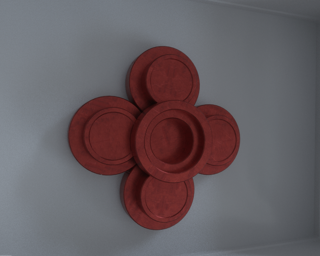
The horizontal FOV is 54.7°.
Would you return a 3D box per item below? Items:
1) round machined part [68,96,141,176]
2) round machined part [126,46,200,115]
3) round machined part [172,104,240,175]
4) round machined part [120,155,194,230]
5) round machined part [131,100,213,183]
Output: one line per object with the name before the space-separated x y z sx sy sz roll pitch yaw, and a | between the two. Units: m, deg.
round machined part | -0.060 0.009 0.377 0.099 0.042 0.097 0 90 -20
round machined part | 0.008 -0.058 0.401 0.099 0.042 0.097 0 90 -20
round machined part | 0.069 0.016 0.424 0.099 0.042 0.097 0 90 -20
round machined part | 0.001 0.083 0.400 0.099 0.042 0.097 1 88 -21
round machined part | 0.011 0.016 0.381 0.099 0.042 0.097 0 90 -20
